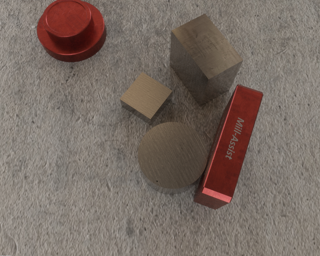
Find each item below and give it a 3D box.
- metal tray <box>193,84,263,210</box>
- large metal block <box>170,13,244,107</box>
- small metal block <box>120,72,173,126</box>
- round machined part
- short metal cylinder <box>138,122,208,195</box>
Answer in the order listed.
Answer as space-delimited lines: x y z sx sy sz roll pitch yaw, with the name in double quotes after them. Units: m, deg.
0.078 0.025 0.364 0.030 0.090 0.130 20 71 7 "metal tray"
0.057 -0.087 0.411 0.050 0.080 0.080 -30 73 -10 "large metal block"
-0.018 -0.040 0.423 0.050 0.025 0.050 34 73 11 "small metal block"
-0.131 -0.149 0.453 0.099 0.042 0.098 0 70 0 "round machined part"
0.015 0.039 0.381 0.081 0.050 0.080 0 70 0 "short metal cylinder"
